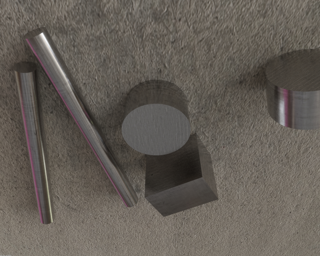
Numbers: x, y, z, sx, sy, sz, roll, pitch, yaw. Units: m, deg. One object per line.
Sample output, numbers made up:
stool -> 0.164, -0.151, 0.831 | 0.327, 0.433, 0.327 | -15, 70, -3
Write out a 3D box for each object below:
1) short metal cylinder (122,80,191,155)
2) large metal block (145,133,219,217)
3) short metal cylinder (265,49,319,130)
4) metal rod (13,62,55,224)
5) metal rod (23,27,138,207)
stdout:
short metal cylinder -> -0.004, -0.012, 0.380 | 0.081, 0.050, 0.079 | 0, 130, 0
large metal block -> 0.028, 0.064, 0.426 | 0.080, 0.080, 0.050 | -23, 127, 18
short metal cylinder -> 0.158, -0.043, 0.336 | 0.080, 0.080, 0.050 | -12, 129, 9
metal rod -> -0.173, 0.044, 0.442 | 0.025, 0.025, 0.298 | 6, 130, -6
metal rod -> -0.088, 0.010, 0.414 | 0.025, 0.025, 0.299 | -13, 129, 10
